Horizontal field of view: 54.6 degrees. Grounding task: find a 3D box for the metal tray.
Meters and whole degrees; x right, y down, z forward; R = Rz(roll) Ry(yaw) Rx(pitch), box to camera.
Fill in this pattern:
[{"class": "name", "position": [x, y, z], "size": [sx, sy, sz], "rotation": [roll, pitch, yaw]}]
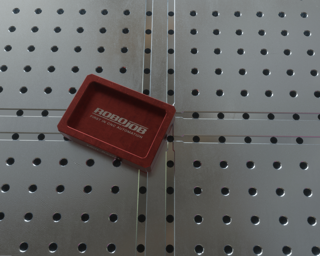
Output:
[{"class": "metal tray", "position": [-0.055, -0.008, 0.411], "size": [0.130, 0.030, 0.090], "rotation": [22, 71, 8]}]
